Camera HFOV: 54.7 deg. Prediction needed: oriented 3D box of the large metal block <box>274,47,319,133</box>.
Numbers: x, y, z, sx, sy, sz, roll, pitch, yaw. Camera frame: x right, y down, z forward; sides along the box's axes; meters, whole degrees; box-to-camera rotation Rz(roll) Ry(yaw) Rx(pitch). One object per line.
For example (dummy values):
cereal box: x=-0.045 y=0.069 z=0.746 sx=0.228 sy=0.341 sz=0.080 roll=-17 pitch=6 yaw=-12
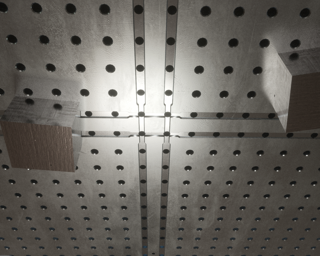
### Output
large metal block: x=0.183 y=-0.045 z=0.359 sx=0.080 sy=0.050 sz=0.080 roll=-8 pitch=130 yaw=6

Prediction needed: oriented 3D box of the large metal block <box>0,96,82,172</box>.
large metal block: x=-0.148 y=0.009 z=0.401 sx=0.081 sy=0.050 sz=0.079 roll=5 pitch=130 yaw=-5
